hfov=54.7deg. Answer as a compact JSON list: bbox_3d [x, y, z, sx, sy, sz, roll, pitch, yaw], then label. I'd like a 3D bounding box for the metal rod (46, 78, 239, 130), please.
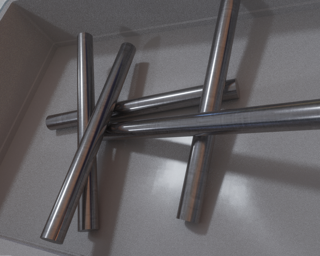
[{"bbox_3d":[-0.040,-0.029,0.444,0.300,0.025,0.025,-9,58,23],"label":"metal rod"}]

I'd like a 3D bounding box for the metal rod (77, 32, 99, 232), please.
[{"bbox_3d":[-0.104,-0.011,0.438,0.025,0.025,0.299,-16,64,19],"label":"metal rod"}]

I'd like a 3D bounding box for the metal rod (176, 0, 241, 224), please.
[{"bbox_3d":[0.063,-0.042,0.368,0.025,0.025,0.299,5,73,30],"label":"metal rod"}]

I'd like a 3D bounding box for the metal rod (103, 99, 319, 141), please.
[{"bbox_3d":[0.027,-0.003,0.345,0.300,0.025,0.025,-5,59,43],"label":"metal rod"}]

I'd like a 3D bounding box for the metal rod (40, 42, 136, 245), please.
[{"bbox_3d":[-0.083,-0.002,0.411,0.025,0.025,0.300,-3,54,27],"label":"metal rod"}]
